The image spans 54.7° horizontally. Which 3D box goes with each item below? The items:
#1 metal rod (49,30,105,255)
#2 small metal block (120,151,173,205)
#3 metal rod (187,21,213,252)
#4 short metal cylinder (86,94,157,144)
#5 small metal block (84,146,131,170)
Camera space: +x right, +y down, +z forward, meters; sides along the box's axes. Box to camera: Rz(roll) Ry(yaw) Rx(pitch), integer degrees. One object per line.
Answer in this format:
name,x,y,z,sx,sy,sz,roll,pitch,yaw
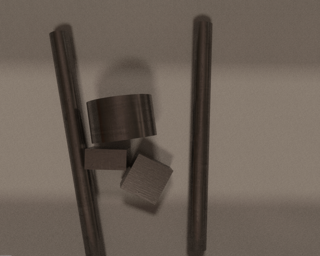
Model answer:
metal rod,-0.109,0.023,0.409,0.025,0.025,0.298,-9,90,0
small metal block,-0.018,0.065,0.408,0.050,0.025,0.050,28,90,-10
metal rod,0.053,0.011,0.412,0.025,0.025,0.298,2,90,-1
short metal cylinder,-0.047,-0.011,0.383,0.081,0.080,0.050,-8,90,0
small metal block,-0.066,0.038,0.398,0.050,0.050,0.025,1,90,0
